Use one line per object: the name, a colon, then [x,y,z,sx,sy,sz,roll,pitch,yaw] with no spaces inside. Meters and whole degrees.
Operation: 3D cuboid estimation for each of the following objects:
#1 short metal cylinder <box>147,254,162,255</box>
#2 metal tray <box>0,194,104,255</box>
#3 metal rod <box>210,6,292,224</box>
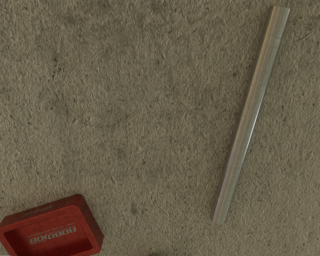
short metal cylinder: [-0.010,0.241,0.469,0.080,0.080,0.050,-35,107,11]
metal tray: [-0.162,0.160,0.463,0.131,0.030,0.090,-18,109,6]
metal rod: [0.113,-0.002,0.410,0.025,0.025,0.298,10,110,-4]
